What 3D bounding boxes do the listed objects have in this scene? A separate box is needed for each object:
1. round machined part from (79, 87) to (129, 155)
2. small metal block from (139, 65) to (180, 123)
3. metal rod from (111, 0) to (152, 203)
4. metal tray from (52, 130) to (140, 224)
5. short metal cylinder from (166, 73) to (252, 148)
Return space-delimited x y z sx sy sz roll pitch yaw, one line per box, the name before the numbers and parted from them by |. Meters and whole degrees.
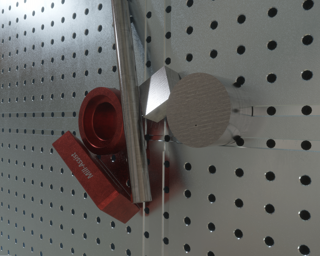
round machined part | -0.073 -0.010 0.456 0.098 0.042 0.097 0 90 39
small metal block | 0.001 -0.043 0.398 0.050 0.025 0.050 -34 52 34
metal rod | -0.041 -0.053 0.414 0.025 0.025 0.299 -21 69 38
metal tray | -0.090 0.069 0.438 0.030 0.090 0.130 -42 59 -8
short metal cylinder | 0.054 -0.019 0.347 0.080 0.050 0.079 0 90 39
